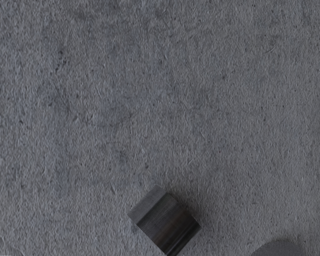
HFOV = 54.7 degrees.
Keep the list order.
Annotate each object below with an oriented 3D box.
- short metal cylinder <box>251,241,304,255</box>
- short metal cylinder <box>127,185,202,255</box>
[{"bbox_3d":[0.174,0.210,0.444,0.080,0.080,0.050,-29,100,-18],"label":"short metal cylinder"},{"bbox_3d":[0.005,0.117,0.382,0.050,0.080,0.080,-44,104,-14],"label":"short metal cylinder"}]
